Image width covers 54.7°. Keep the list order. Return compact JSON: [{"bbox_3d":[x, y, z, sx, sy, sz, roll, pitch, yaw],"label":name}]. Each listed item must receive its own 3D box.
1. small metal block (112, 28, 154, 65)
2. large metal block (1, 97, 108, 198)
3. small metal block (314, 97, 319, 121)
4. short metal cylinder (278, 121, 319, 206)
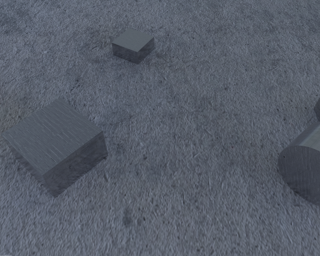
[{"bbox_3d":[-0.044,-0.138,0.518,0.050,0.025,0.050,25,54,19],"label":"small metal block"},{"bbox_3d":[-0.122,0.021,0.368,0.080,0.050,0.080,35,58,25],"label":"large metal block"},{"bbox_3d":[0.245,-0.016,0.418,0.050,0.025,0.050,2,50,1],"label":"small metal block"},{"bbox_3d":[0.178,0.039,0.336,0.050,0.080,0.080,-35,58,-25],"label":"short metal cylinder"}]
